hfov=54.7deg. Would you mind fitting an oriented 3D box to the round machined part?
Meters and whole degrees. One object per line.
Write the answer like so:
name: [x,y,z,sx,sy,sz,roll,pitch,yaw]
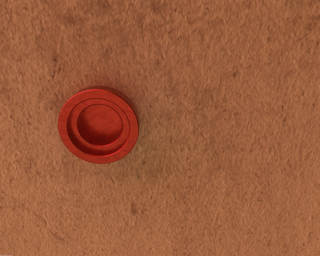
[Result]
round machined part: [-0.075,-0.007,0.397,0.099,0.042,0.097,0,110,-1]
